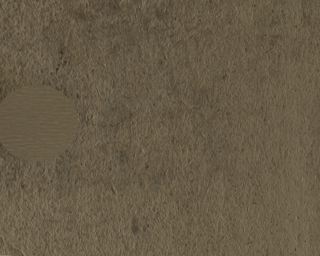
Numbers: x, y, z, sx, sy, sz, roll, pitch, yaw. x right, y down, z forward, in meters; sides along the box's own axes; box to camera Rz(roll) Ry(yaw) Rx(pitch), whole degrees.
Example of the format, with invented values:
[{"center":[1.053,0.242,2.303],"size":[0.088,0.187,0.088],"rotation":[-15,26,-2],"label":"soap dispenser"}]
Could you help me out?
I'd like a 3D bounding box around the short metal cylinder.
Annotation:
[{"center":[-0.135,-0.005,0.346],"size":[0.081,0.050,0.080],"rotation":[0,90,-20],"label":"short metal cylinder"}]
